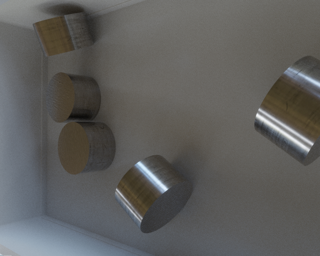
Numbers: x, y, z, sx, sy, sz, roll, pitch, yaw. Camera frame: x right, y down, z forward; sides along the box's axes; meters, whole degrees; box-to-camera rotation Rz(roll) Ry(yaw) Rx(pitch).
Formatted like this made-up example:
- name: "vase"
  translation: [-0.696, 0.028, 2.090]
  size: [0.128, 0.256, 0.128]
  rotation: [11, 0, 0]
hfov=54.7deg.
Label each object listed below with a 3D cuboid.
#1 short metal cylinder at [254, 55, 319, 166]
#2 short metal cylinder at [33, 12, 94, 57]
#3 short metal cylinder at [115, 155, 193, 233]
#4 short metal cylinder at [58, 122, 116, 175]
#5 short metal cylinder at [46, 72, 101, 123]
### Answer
- name: "short metal cylinder"
  translation: [0.128, -0.014, 0.265]
  size: [0.050, 0.081, 0.080]
  rotation: [42, 116, 32]
- name: "short metal cylinder"
  translation: [-0.150, -0.147, 0.487]
  size: [0.080, 0.081, 0.050]
  rotation: [3, 115, 40]
- name: "short metal cylinder"
  translation: [-0.007, 0.080, 0.377]
  size: [0.050, 0.081, 0.080]
  rotation: [41, 115, 32]
- name: "short metal cylinder"
  translation: [-0.116, 0.030, 0.486]
  size: [0.080, 0.050, 0.080]
  rotation: [0, 90, 40]
- name: "short metal cylinder"
  translation: [-0.143, -0.048, 0.509]
  size: [0.080, 0.050, 0.080]
  rotation: [0, 90, 40]
